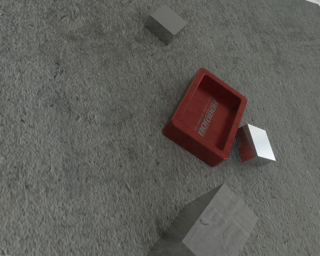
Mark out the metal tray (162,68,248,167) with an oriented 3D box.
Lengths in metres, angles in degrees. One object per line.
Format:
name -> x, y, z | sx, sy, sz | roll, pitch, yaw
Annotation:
metal tray -> 0.069, -0.019, 0.449 | 0.090, 0.030, 0.130 | 34, 51, -6

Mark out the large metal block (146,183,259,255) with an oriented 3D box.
large metal block -> 0.043, 0.113, 0.322 | 0.050, 0.080, 0.080 | 46, 51, 3

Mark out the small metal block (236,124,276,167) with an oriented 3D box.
small metal block -> 0.138, 0.026, 0.453 | 0.050, 0.025, 0.050 | 16, 54, -41

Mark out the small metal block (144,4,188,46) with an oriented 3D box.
small metal block -> 0.011, -0.171, 0.514 | 0.050, 0.025, 0.050 | 40, 51, -1
